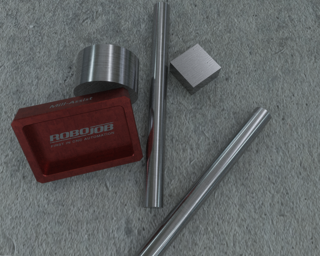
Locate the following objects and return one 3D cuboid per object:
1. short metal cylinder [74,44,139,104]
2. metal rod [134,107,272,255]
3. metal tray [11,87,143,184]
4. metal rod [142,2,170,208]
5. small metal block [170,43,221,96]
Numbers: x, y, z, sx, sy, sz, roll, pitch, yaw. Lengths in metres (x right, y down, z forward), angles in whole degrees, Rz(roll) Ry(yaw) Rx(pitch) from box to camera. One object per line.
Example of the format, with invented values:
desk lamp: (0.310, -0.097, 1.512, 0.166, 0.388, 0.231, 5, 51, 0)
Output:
short metal cylinder: (-0.068, -0.064, 0.402, 0.081, 0.080, 0.050, 1, 70, 0)
metal rod: (0.041, 0.087, 0.376, 0.025, 0.025, 0.301, 39, 74, 12)
metal tray: (-0.093, 0.009, 0.370, 0.131, 0.089, 0.030, -13, 30, -5)
metal rod: (-0.003, -0.044, 0.424, 0.025, 0.025, 0.299, 2, 70, 0)
small metal block: (0.049, -0.083, 0.439, 0.050, 0.025, 0.050, -36, 74, -13)
